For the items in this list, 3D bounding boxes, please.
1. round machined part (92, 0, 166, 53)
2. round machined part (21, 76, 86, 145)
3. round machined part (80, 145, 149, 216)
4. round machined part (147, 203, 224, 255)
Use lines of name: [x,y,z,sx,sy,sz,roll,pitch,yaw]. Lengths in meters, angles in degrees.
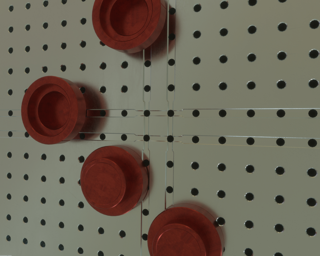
round machined part: [-0.038,-0.149,0.417,0.098,0.042,0.097,0,90,20]
round machined part: [-0.151,-0.025,0.458,0.098,0.042,0.097,0,90,20]
round machined part: [-0.069,0.074,0.428,0.098,0.042,0.097,0,90,20]
round machined part: [0.029,0.149,0.394,0.098,0.042,0.097,0,90,20]
